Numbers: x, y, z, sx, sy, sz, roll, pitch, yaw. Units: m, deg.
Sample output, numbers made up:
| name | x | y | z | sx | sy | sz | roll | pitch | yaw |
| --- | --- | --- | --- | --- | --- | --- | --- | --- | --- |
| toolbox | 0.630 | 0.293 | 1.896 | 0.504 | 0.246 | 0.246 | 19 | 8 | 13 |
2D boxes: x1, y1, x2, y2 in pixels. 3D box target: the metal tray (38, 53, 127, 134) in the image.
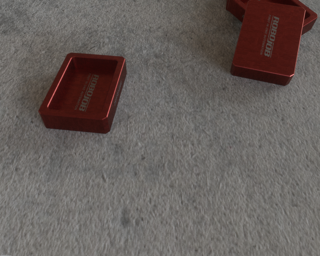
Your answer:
| name | x | y | z | sx | sy | sz | roll | pitch | yaw |
| --- | --- | --- | --- | --- | --- | --- | --- | --- | --- |
| metal tray | -0.104 | -0.054 | 0.443 | 0.091 | 0.030 | 0.130 | 5 | 50 | 4 |

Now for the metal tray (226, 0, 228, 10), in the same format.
| name | x | y | z | sx | sy | sz | roll | pitch | yaw |
| --- | --- | --- | --- | --- | --- | --- | --- | --- | --- |
| metal tray | 0.202 | -0.269 | 0.628 | 0.131 | 0.030 | 0.090 | 7 | 50 | 5 |

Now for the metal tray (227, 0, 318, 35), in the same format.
| name | x | y | z | sx | sy | sz | roll | pitch | yaw |
| --- | --- | --- | --- | --- | --- | --- | --- | --- | --- |
| metal tray | 0.197 | -0.207 | 0.552 | 0.090 | 0.030 | 0.130 | -33 | 67 | -14 |

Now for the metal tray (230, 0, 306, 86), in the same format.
| name | x | y | z | sx | sy | sz | roll | pitch | yaw |
| --- | --- | --- | --- | --- | --- | --- | --- | --- | --- |
| metal tray | 0.171 | -0.137 | 0.490 | 0.090 | 0.030 | 0.130 | 14 | 71 | 11 |
